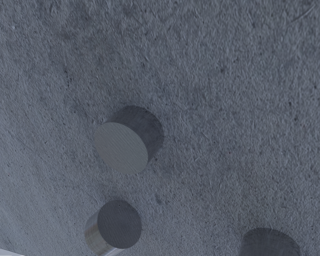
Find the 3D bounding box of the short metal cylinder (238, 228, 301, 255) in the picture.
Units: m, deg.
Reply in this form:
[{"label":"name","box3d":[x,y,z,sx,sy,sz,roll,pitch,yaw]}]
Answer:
[{"label":"short metal cylinder","box3d":[0.149,0.186,0.427,0.080,0.050,0.079,13,124,21]}]

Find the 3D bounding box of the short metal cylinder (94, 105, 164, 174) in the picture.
[{"label":"short metal cylinder","box3d":[-0.041,0.016,0.422,0.080,0.050,0.079,13,124,21]}]

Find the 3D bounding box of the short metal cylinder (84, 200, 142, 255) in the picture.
[{"label":"short metal cylinder","box3d":[-0.078,0.168,0.516,0.080,0.080,0.050,44,129,-2]}]
